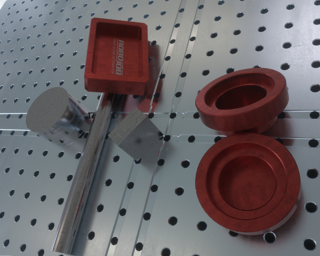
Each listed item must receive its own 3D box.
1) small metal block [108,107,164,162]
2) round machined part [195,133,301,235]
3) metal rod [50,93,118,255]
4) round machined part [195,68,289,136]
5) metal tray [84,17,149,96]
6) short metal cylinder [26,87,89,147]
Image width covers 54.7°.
[{"bbox_3d":[-0.030,0.009,0.403,0.050,0.050,0.025,-46,51,-4],"label":"small metal block"},{"bbox_3d":[0.089,0.057,0.313,0.098,0.042,0.098,-11,61,22],"label":"round machined part"},{"bbox_3d":[-0.094,0.021,0.444,0.025,0.025,0.300,-3,60,27],"label":"metal rod"},{"bbox_3d":[0.093,-0.025,0.349,0.098,0.042,0.098,-18,30,11],"label":"round machined part"},{"bbox_3d":[-0.065,-0.113,0.479,0.091,0.030,0.130,3,57,-9],"label":"metal tray"},{"bbox_3d":[-0.160,-0.017,0.487,0.080,0.050,0.080,-13,56,21],"label":"short metal cylinder"}]
